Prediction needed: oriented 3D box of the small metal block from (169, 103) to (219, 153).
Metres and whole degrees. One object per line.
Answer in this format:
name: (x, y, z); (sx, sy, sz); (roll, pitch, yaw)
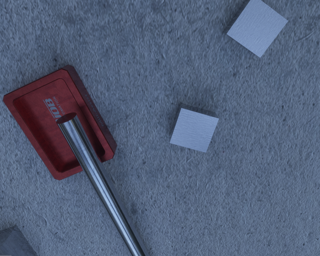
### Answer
small metal block: (0.044, -0.001, 0.410); (0.050, 0.025, 0.050); (15, 109, -6)

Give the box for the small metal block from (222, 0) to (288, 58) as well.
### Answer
small metal block: (0.112, -0.120, 0.367); (0.050, 0.025, 0.050); (31, 107, -11)

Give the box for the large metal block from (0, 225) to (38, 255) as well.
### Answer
large metal block: (-0.242, 0.206, 0.469); (0.080, 0.050, 0.080); (-21, 109, 7)

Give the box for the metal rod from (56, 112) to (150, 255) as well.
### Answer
metal rod: (-0.062, 0.112, 0.428); (0.025, 0.025, 0.299); (-18, 118, 6)

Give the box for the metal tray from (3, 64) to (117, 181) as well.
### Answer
metal tray: (-0.125, -0.005, 0.403); (0.090, 0.030, 0.129); (-23, 109, 8)
